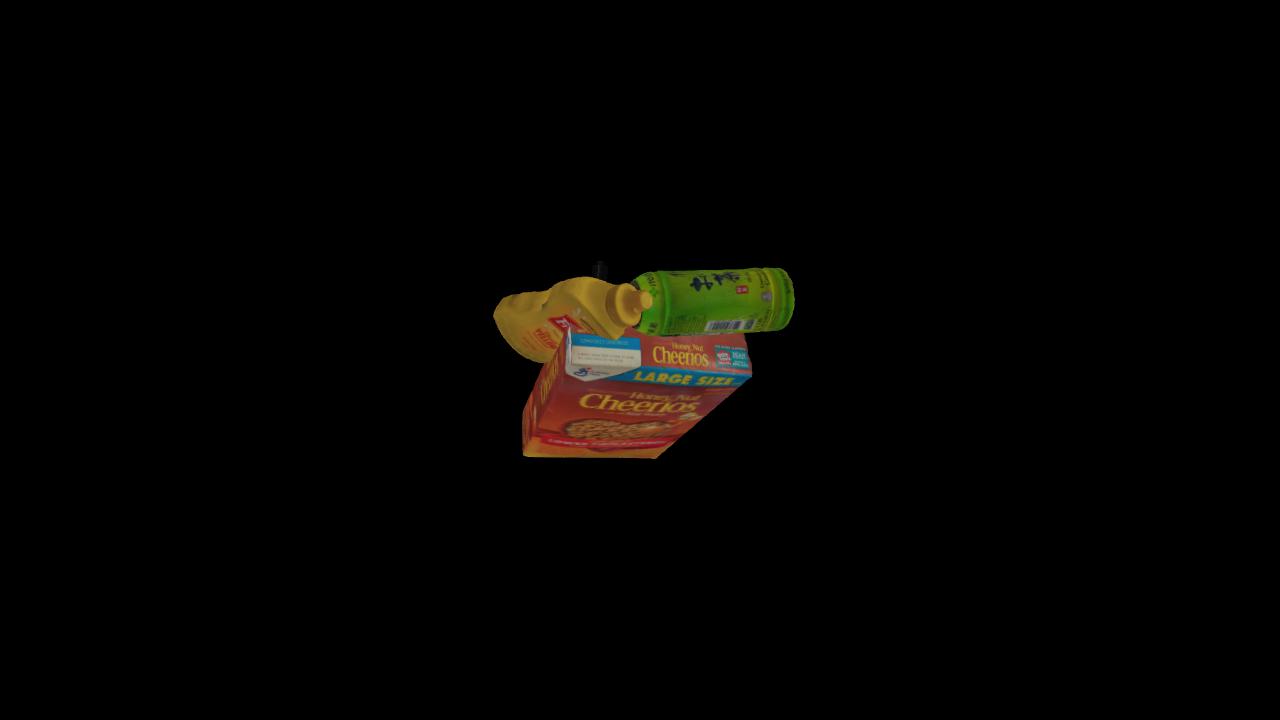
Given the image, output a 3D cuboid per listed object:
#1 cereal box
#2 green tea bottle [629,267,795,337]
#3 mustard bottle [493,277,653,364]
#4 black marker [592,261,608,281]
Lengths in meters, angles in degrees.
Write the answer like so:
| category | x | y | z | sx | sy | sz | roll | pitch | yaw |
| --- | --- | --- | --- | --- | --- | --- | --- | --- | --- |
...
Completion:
| category | x | y | z | sx | sy | sz | roll | pitch | yaw |
| --- | --- | --- | --- | --- | --- | --- | --- | --- | --- |
| cereal box | -0.023 | 0.044 | 0.763 | 0.203 | 0.081 | 0.306 | 4 | -26 | -19 |
| green tea bottle | 0.054 | -0.059 | 0.644 | 0.212 | 0.073 | 0.073 | -5 | 2 | -18 |
| mustard bottle | -0.063 | -0.045 | 0.639 | 0.184 | 0.054 | 0.092 | -10 | -51 | 38 |
| black marker | -0.052 | -0.059 | 0.743 | 0.020 | 0.121 | 0.020 | 4 | 0 | 0 |
